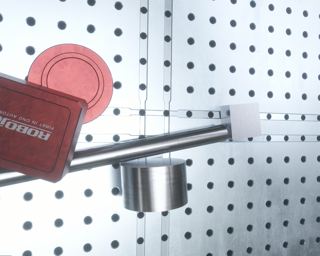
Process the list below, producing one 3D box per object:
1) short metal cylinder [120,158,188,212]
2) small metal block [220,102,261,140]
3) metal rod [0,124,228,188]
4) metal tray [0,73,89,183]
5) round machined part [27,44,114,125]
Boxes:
[{"bbox_3d":[-0.007,0.067,0.382,0.081,0.080,0.050,-4,92,-20],"label":"short metal cylinder"},{"bbox_3d":[0.119,-0.010,0.458,0.050,0.025,0.050,-6,92,-21],"label":"small metal block"},{"bbox_3d":[-0.049,0.031,0.395,0.303,0.025,0.025,-10,94,-20],"label":"metal rod"},{"bbox_3d":[-0.152,-0.005,0.324,0.131,0.030,0.089,18,98,-4],"label":"metal tray"},{"bbox_3d":[-0.104,-0.051,0.366,0.099,0.042,0.097,0,91,-20],"label":"round machined part"}]
